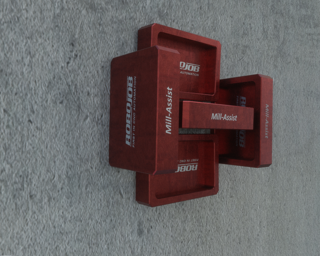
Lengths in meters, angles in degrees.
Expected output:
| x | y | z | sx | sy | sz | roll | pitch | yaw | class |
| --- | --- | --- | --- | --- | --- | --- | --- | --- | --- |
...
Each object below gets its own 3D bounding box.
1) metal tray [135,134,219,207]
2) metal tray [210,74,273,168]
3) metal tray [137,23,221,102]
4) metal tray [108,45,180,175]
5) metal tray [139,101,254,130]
| x | y | z | sx | sy | sz | roll | pitch | yaw | class |
| --- | --- | --- | --- | --- | --- | --- | --- | --- | --- |
| 0.028 | 0.053 | 0.428 | 0.131 | 0.030 | 0.089 | 1 | 89 | -40 | metal tray |
| 0.119 | -0.010 | 0.463 | 0.030 | 0.090 | 0.129 | 2 | 89 | -40 | metal tray |
| 0.030 | -0.084 | 0.427 | 0.131 | 0.030 | 0.089 | 0 | 93 | -40 | metal tray |
| -0.020 | -0.018 | 0.347 | 0.030 | 0.090 | 0.129 | 2 | 90 | -41 | metal tray |
| 0.049 | -0.014 | 0.406 | 0.131 | 0.090 | 0.030 | 1 | 91 | -40 | metal tray |
